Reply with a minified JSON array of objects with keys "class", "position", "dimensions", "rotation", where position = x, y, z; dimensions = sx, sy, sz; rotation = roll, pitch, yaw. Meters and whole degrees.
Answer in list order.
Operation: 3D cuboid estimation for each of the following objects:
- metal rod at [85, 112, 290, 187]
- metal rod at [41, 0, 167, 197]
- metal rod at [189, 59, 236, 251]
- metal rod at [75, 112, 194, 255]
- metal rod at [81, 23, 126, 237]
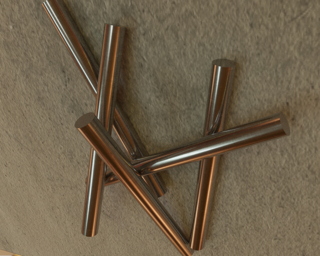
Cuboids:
[{"class":"metal rod","position":[0.009,0.040,0.391],"dimensions":[0.300,0.025,0.025],"rotation":[-21,107,35]},{"class":"metal rod","position":[-0.067,-0.029,0.422],"dimensions":[0.025,0.025,0.299],"rotation":[-16,110,34]},{"class":"metal rod","position":[0.063,0.057,0.407],"dimensions":[0.025,0.025,0.298],"rotation":[15,125,19]},{"class":"metal rod","position":[-0.018,0.096,0.421],"dimensions":[0.025,0.025,0.299],"rotation":[-6,132,31]},{"class":"metal rod","position":[-0.078,0.017,0.412],"dimensions":[0.025,0.025,0.298],"rotation":[18,111,17]}]
